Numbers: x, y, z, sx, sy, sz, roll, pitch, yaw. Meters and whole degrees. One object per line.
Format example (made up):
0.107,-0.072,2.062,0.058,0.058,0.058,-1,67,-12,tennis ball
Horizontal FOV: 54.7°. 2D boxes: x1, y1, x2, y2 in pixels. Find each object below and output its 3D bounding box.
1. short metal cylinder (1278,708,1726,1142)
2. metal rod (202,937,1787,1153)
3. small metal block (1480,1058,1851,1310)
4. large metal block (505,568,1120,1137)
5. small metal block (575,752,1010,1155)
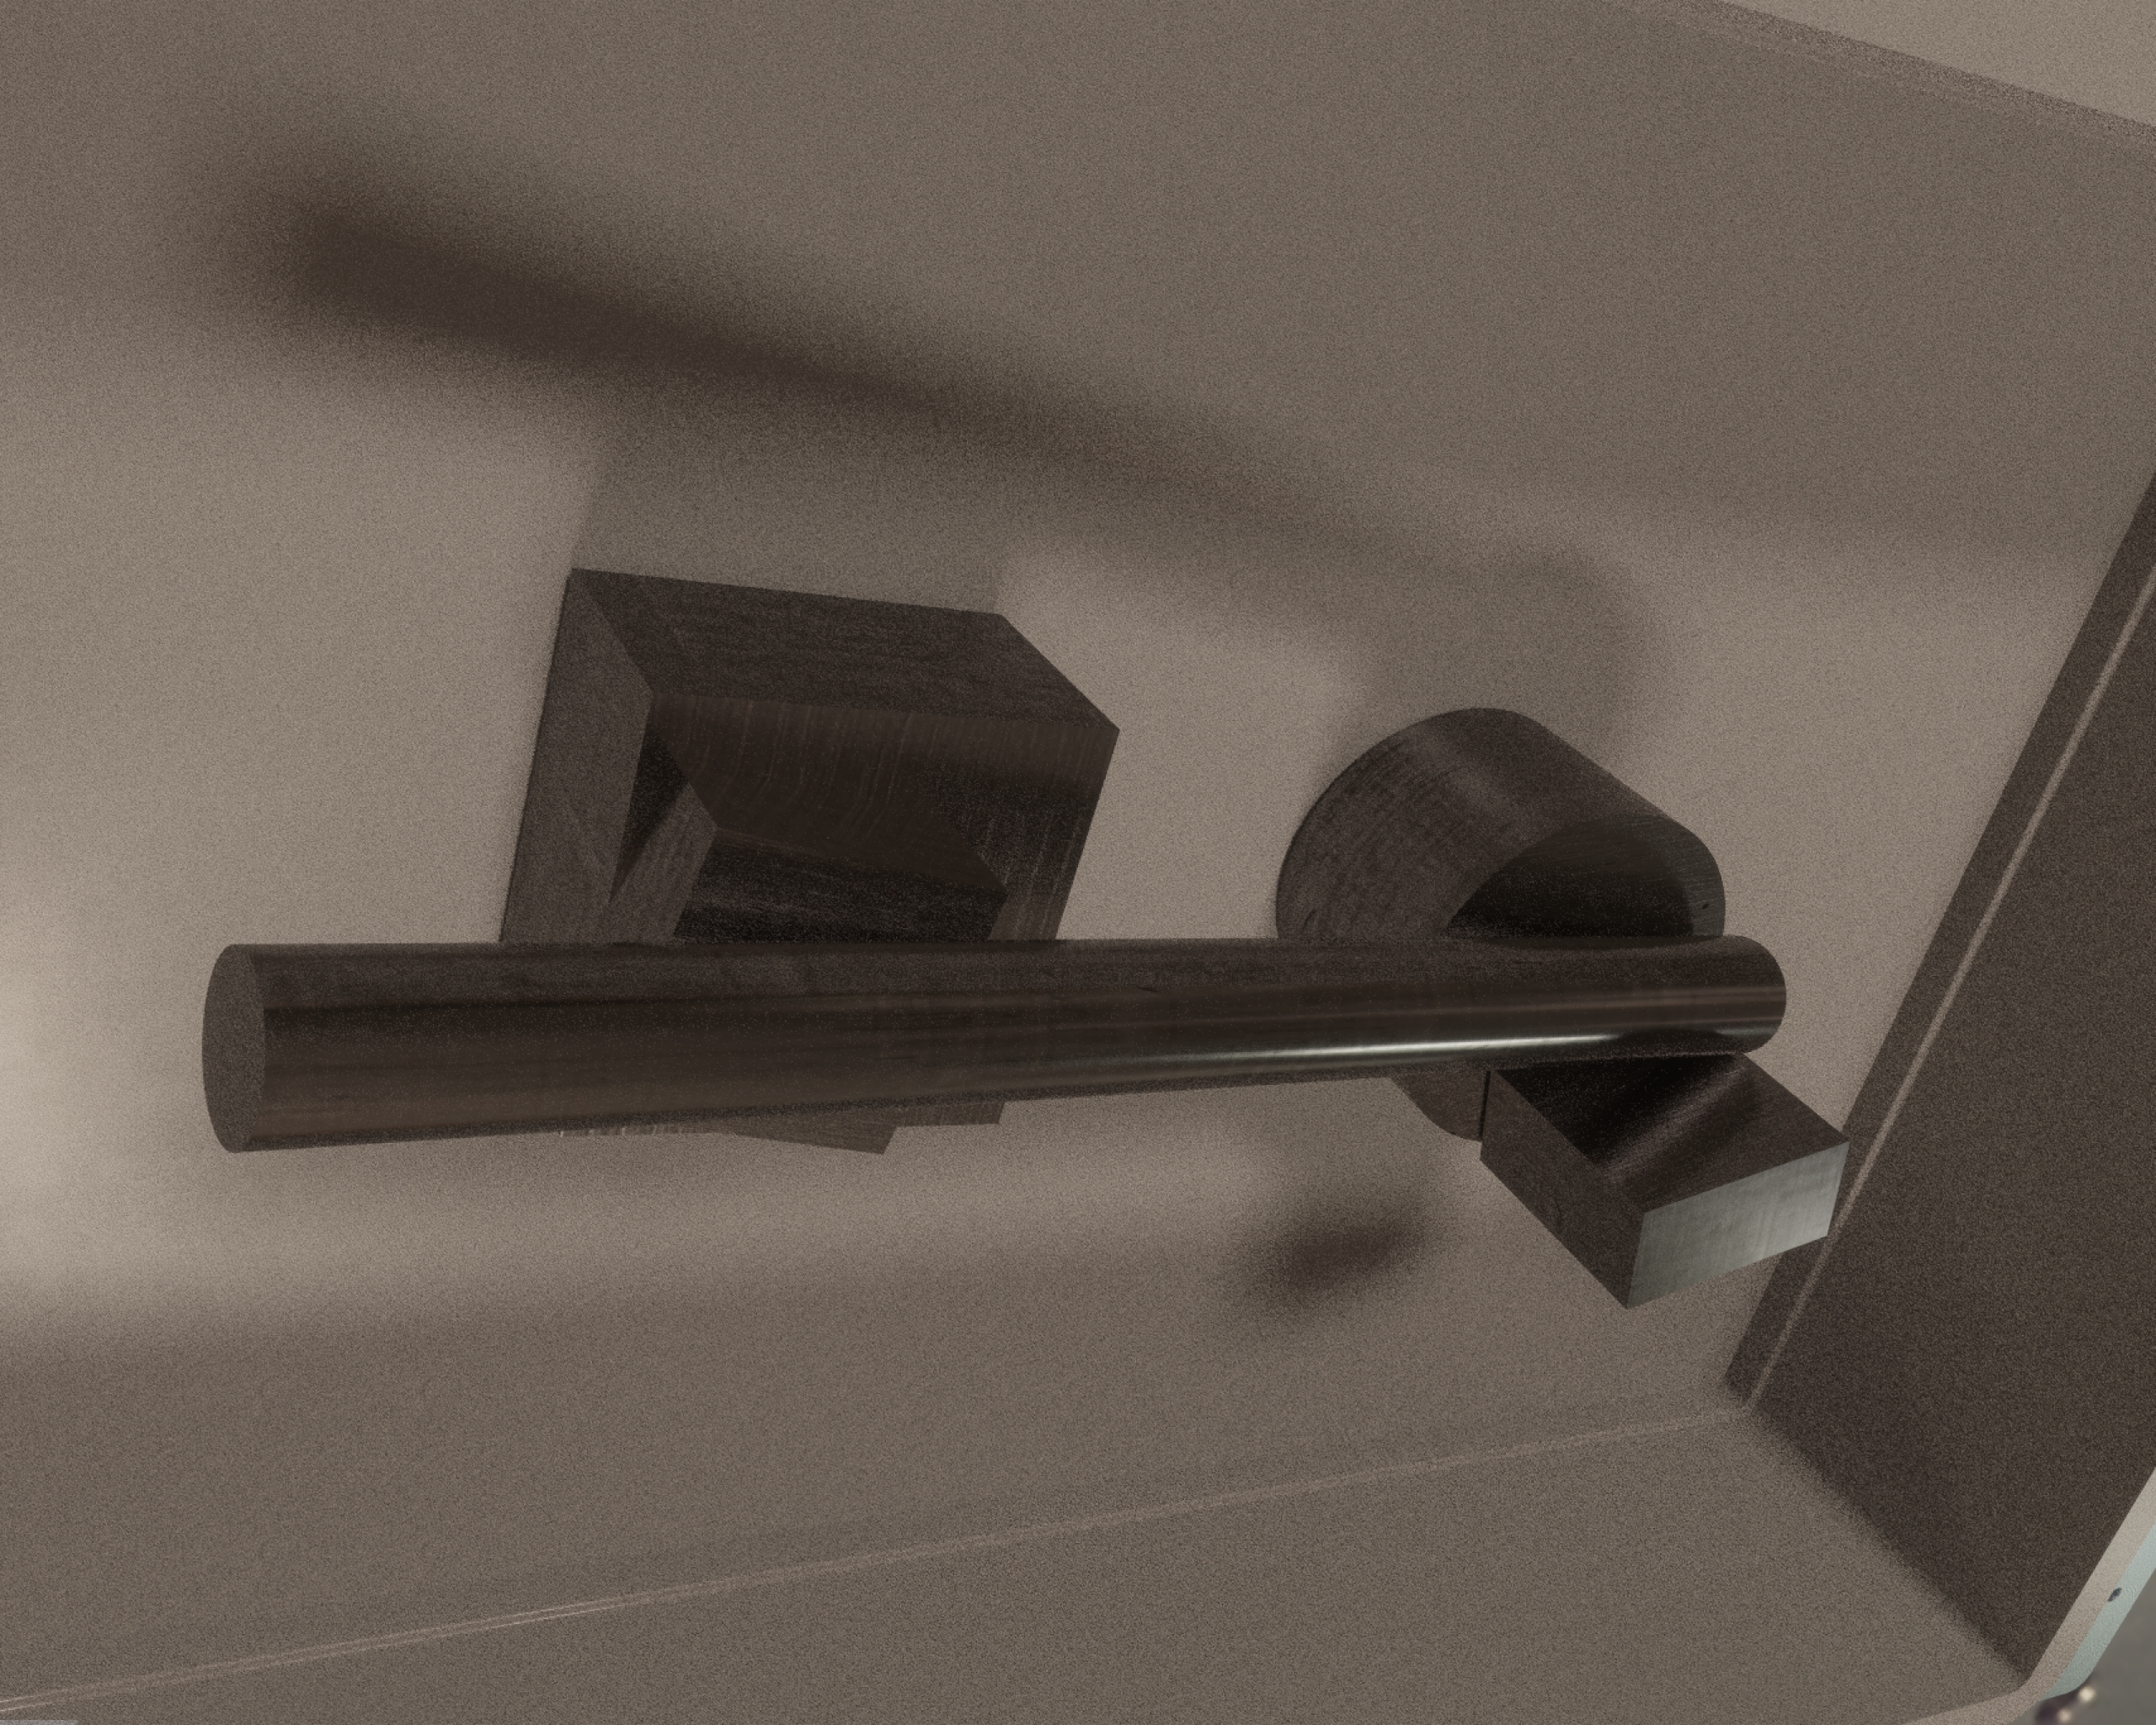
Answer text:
0.091,0.013,0.450,0.081,0.050,0.079,-14,125,-21,short metal cylinder
0.018,0.025,0.342,0.302,0.025,0.025,1,118,-38,metal rod
0.119,0.059,0.428,0.050,0.050,0.025,-14,124,-21,small metal block
-0.049,-0.001,0.363,0.081,0.050,0.079,3,117,-30,large metal block
-0.047,0.015,0.327,0.050,0.025,0.050,14,111,-34,small metal block
